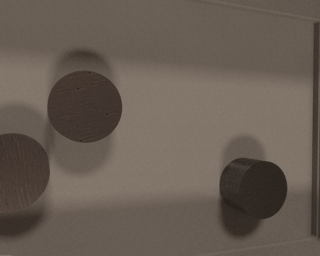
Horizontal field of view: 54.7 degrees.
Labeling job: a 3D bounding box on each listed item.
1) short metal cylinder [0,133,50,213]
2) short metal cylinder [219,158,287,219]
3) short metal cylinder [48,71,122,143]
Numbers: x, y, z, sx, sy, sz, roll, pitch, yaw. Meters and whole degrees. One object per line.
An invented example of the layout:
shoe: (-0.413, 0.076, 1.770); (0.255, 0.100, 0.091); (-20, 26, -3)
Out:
short metal cylinder: (-0.163, 0.046, 0.337); (0.081, 0.050, 0.079); (0, 90, -21)
short metal cylinder: (0.134, 0.085, 0.449); (0.081, 0.050, 0.079); (0, 90, -21)
short metal cylinder: (-0.090, -0.024, 0.365); (0.081, 0.050, 0.079); (0, 90, -21)
